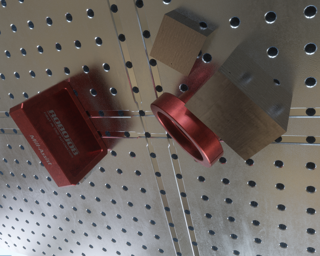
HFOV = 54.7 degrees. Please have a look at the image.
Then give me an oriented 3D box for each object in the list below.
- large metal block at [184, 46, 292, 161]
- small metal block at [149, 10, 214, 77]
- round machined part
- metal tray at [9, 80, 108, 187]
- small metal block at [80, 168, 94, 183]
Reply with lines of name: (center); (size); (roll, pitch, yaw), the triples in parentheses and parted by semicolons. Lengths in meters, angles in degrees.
large metal block: (0.082, -0.028, 0.314); (0.080, 0.080, 0.050); (42, 128, -1)
small metal block: (0.023, -0.093, 0.341); (0.050, 0.025, 0.050); (31, 128, 8)
round machined part: (0.038, -0.004, 0.355); (0.098, 0.042, 0.098); (46, 172, 9)
metal tray: (-0.139, 0.008, 0.444); (0.030, 0.090, 0.129); (-15, 111, 34)
small metal block: (-0.136, 0.056, 0.516); (0.050, 0.025, 0.050); (35, 129, 4)
